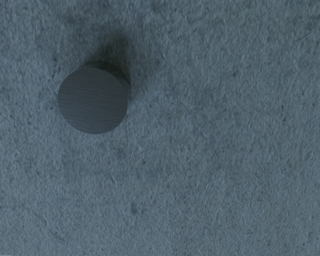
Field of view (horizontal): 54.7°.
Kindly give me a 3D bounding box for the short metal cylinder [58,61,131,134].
[{"bbox_3d":[-0.078,-0.038,0.381,0.081,0.050,0.079,0,110,-1],"label":"short metal cylinder"}]
